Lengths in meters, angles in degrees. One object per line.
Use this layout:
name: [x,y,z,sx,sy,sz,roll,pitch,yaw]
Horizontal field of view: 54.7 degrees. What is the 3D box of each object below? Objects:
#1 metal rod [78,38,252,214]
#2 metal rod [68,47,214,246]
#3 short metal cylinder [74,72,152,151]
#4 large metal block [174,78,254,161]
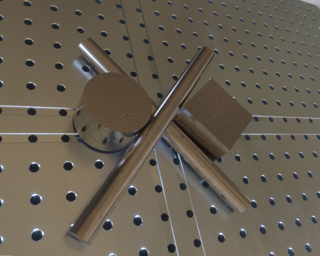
metal rod: [0.004,-0.005,0.408,0.300,0.025,0.025,46,51,3]
metal rod: [-0.005,-0.001,0.374,0.025,0.025,0.301,37,59,-4]
short metal cylinder: [-0.057,-0.019,0.368,0.081,0.050,0.080,14,56,-21]
large metal block: [0.069,-0.010,0.430,0.080,0.050,0.080,44,51,2]
